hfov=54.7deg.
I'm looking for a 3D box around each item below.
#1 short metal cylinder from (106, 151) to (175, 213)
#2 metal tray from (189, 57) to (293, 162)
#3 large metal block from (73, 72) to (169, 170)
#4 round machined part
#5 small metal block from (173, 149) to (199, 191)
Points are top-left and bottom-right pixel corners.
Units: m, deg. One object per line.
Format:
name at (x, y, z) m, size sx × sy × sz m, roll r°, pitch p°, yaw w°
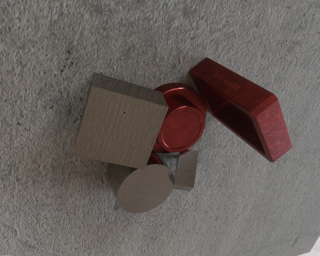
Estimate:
short metal cylinder at (-0.027, 0.068, 0.421) m, size 0.081 × 0.050 × 0.079 m, roll -14°, pitch 125°, yaw -21°
metal tray at (0.094, -0.025, 0.377) m, size 0.030 × 0.130 × 0.090 m, roll -38°, pitch 130°, yaw -3°
large metal block at (-0.046, -0.007, 0.348) m, size 0.081 × 0.050 × 0.079 m, roll 15°, pitch 112°, yaw -16°
round machined part at (0.020, -0.007, 0.406) m, size 0.099 × 0.042 × 0.097 m, roll -14°, pitch 125°, yaw -21°
small metal block at (0.035, 0.060, 0.436) m, size 0.025 × 0.050 × 0.050 m, roll 9°, pitch 162°, yaw 1°
